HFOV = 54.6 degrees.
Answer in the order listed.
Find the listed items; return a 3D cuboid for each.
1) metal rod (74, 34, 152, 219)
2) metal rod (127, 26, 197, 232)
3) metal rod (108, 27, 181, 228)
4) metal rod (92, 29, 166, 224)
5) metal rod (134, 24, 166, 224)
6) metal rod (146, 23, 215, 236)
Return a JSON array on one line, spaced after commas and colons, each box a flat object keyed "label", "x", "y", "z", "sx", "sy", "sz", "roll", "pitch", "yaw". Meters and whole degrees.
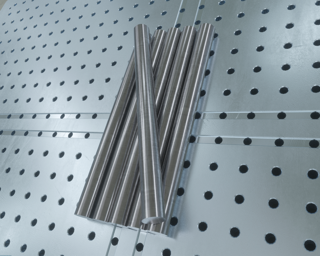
[{"label": "metal rod", "x": -0.060, "y": -0.020, "z": 0.451, "sx": 0.025, "sy": 0.025, "sz": 0.300, "roll": 1, "pitch": 62, "yaw": 29}, {"label": "metal rod", "x": 0.010, "y": -0.016, "z": 0.415, "sx": 0.025, "sy": 0.025, "sz": 0.300, "roll": 1, "pitch": 62, "yaw": 29}, {"label": "metal rod", "x": -0.013, "y": -0.017, "z": 0.425, "sx": 0.025, "sy": 0.025, "sz": 0.300, "roll": 1, "pitch": 62, "yaw": 29}, {"label": "metal rod", "x": -0.034, "y": -0.018, "z": 0.437, "sx": 0.025, "sy": 0.025, "sz": 0.300, "roll": 1, "pitch": 62, "yaw": 29}, {"label": "metal rod", "x": -0.018, "y": -0.029, "z": 0.404, "sx": 0.025, "sy": 0.025, "sz": 0.300, "roll": -18, "pitch": 55, "yaw": 18}, {"label": "metal rod", "x": 0.033, "y": -0.016, "z": 0.402, "sx": 0.025, "sy": 0.025, "sz": 0.300, "roll": 1, "pitch": 62, "yaw": 29}]
